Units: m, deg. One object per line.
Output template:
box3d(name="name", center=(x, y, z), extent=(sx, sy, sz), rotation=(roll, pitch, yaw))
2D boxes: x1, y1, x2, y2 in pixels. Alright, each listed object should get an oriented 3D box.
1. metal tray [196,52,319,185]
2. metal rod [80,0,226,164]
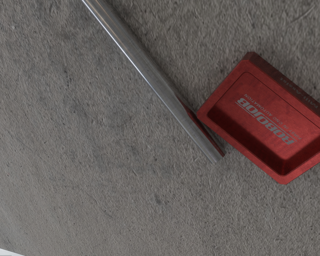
box3d(name="metal tray", center=(0.117, -0.008, 0.337), extent=(0.130, 0.030, 0.089), rotation=(39, 129, 1))
box3d(name="metal rod", center=(-0.020, -0.078, 0.368), extent=(0.025, 0.025, 0.300), rotation=(-32, 101, 38))
